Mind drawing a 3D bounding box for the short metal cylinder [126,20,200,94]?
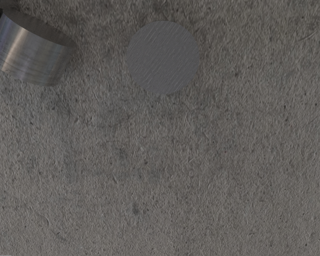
[{"bbox_3d":[0.003,-0.085,0.365,0.081,0.050,0.079,0,110,0],"label":"short metal cylinder"}]

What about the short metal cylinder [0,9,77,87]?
[{"bbox_3d":[-0.142,-0.089,0.346,0.080,0.080,0.050,29,108,-10],"label":"short metal cylinder"}]

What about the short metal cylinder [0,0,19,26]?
[{"bbox_3d":[-0.208,-0.135,0.343,0.080,0.050,0.079,1,109,2],"label":"short metal cylinder"}]
